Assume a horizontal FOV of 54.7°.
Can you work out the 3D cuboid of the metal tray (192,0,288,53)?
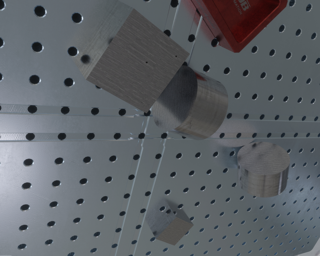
[{"bbox_3d":[0.084,-0.162,0.353,0.090,0.030,0.130,-45,129,3],"label":"metal tray"}]

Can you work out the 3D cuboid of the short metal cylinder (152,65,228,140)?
[{"bbox_3d":[0.035,-0.029,0.377,0.050,0.080,0.080,18,109,-35],"label":"short metal cylinder"}]

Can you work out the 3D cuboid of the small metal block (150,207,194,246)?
[{"bbox_3d":[0.020,0.167,0.526,0.050,0.025,0.050,-49,129,6],"label":"small metal block"}]

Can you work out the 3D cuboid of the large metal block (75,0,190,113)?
[{"bbox_3d":[-0.030,-0.075,0.333,0.080,0.050,0.080,29,103,-38],"label":"large metal block"}]

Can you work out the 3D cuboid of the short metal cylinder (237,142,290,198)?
[{"bbox_3d":[0.168,0.067,0.509,0.081,0.080,0.050,-21,127,-16],"label":"short metal cylinder"}]
